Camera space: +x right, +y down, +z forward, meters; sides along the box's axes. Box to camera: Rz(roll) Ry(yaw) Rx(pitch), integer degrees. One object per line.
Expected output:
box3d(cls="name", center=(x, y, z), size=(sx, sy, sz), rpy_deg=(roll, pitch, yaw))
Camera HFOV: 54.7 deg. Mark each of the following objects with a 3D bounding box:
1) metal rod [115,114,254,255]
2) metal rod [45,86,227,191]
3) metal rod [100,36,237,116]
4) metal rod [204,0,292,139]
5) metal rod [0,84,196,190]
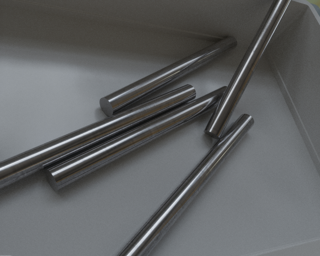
box3d(cls="metal rod", center=(0.046, 0.065, 0.390), size=(0.025, 0.025, 0.302), rpy_deg=(46, 51, 4))
box3d(cls="metal rod", center=(-0.002, -0.001, 0.404), size=(0.302, 0.025, 0.025), rpy_deg=(-27, 77, -37))
box3d(cls="metal rod", center=(0.032, -0.092, 0.478), size=(0.302, 0.025, 0.025), rpy_deg=(-34, 81, -38))
box3d(cls="metal rod", center=(0.146, -0.117, 0.472), size=(0.025, 0.025, 0.300), rpy_deg=(31, 78, -8))
box3d(cls="metal rod", center=(-0.064, 0.001, 0.370), size=(0.302, 0.025, 0.025), rpy_deg=(-27, 77, -37))
